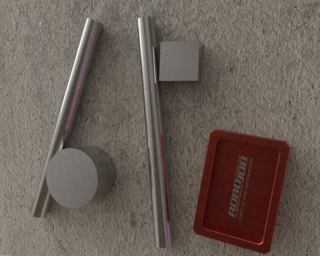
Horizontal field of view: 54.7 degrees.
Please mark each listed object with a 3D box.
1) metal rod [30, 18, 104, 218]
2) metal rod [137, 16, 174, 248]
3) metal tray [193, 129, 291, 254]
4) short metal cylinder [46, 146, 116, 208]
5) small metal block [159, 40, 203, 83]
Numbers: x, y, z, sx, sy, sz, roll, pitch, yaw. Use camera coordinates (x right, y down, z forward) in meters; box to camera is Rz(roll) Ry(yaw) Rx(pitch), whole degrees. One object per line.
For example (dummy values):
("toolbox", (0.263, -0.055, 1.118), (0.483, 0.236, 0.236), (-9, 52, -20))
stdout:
("metal rod", (-0.139, -0.010, 0.456), (0.025, 0.025, 0.298), (20, 96, 18))
("metal rod", (-0.006, 0.004, 0.410), (0.025, 0.025, 0.298), (-5, 88, 19))
("metal tray", (0.096, 0.072, 0.371), (0.090, 0.030, 0.129), (11, 93, 19))
("short metal cylinder", (-0.109, 0.066, 0.433), (0.080, 0.050, 0.079), (0, 90, 19))
("small metal block", (0.028, -0.084, 0.399), (0.050, 0.025, 0.050), (3, 91, 19))
